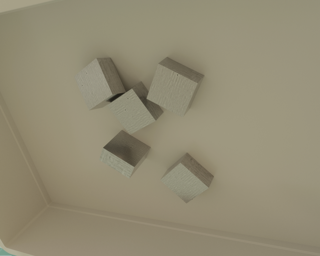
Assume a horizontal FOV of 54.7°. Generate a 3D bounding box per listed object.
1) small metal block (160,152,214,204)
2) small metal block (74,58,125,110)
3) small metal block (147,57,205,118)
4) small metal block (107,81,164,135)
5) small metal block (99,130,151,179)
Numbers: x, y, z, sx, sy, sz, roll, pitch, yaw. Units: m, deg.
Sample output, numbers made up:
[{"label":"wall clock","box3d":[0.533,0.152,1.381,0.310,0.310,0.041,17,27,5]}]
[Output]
[{"label":"small metal block","box3d":[0.037,0.070,0.431,0.050,0.025,0.050,42,129,-1]},{"label":"small metal block","box3d":[-0.079,-0.057,0.404,0.050,0.025,0.050,-27,86,37]},{"label":"small metal block","box3d":[0.018,-0.048,0.368,0.050,0.025,0.050,28,128,9]},{"label":"small metal block","box3d":[-0.032,-0.026,0.409,0.050,0.025,0.050,-28,104,37]},{"label":"small metal block","box3d":[-0.049,0.036,0.439,0.050,0.050,0.025,31,128,8]}]
